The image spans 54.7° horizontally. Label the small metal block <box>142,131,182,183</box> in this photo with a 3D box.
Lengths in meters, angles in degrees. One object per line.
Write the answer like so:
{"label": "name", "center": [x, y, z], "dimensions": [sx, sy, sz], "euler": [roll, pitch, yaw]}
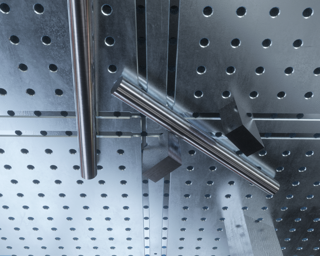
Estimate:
{"label": "small metal block", "center": [0.002, 0.039, 0.428], "dimensions": [0.025, 0.050, 0.050], "euler": [37, 121, -27]}

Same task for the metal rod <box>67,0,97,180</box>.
{"label": "metal rod", "center": [-0.090, -0.044, 0.372], "dimensions": [0.025, 0.025, 0.298], "euler": [5, 130, -4]}

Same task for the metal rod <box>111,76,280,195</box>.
{"label": "metal rod", "center": [0.064, 0.022, 0.430], "dimensions": [0.301, 0.025, 0.025], "euler": [32, 123, -25]}

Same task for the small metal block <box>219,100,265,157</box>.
{"label": "small metal block", "center": [0.104, 0.000, 0.396], "dimensions": [0.025, 0.050, 0.050], "euler": [-34, 122, 25]}

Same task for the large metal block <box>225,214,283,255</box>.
{"label": "large metal block", "center": [0.171, 0.215, 0.560], "dimensions": [0.080, 0.080, 0.050], "euler": [27, 125, -21]}
